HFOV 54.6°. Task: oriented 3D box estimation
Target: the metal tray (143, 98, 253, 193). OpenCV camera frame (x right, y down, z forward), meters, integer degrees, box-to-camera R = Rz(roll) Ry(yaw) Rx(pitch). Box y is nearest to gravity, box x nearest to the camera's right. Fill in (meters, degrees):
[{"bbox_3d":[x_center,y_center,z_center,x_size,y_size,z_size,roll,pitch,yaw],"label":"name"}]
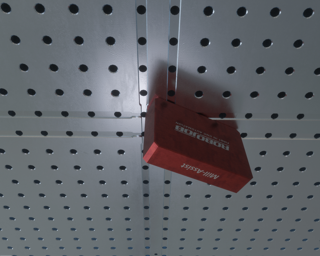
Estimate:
[{"bbox_3d":[0.046,0.020,0.386,0.131,0.090,0.030,21,127,-17],"label":"metal tray"}]
